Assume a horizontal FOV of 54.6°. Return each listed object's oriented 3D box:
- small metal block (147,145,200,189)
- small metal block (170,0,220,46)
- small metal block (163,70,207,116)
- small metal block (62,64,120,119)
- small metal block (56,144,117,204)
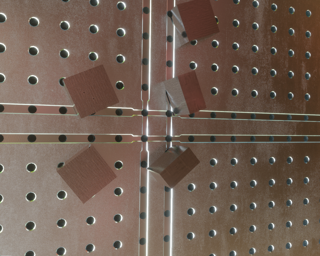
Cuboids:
[{"bbox_3d":[0.017,0.049,0.405,0.050,0.050,0.025,-41,103,-15],"label":"small metal block"},{"bbox_3d":[0.048,-0.148,0.430,0.050,0.025,0.050,-22,98,-19],"label":"small metal block"},{"bbox_3d":[0.032,-0.045,0.411,0.025,0.050,0.050,-21,97,-19],"label":"small metal block"},{"bbox_3d":[-0.085,-0.044,0.381,0.050,0.025,0.050,-26,99,-18],"label":"small metal block"},{"bbox_3d":[-0.090,0.055,0.380,0.050,0.025,0.050,-39,103,-16],"label":"small metal block"}]
